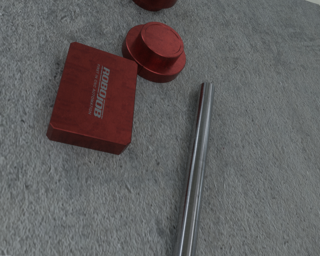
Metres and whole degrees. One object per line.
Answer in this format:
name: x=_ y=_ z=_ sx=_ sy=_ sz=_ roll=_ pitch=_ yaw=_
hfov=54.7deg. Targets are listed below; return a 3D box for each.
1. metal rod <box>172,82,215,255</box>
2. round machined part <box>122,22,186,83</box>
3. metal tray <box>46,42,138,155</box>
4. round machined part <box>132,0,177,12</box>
metal rod: x=0.045 y=0.057 z=0.393 sx=0.025 sy=0.025 sz=0.300 roll=24 pitch=53 yaw=-14
round machined part: x=-0.004 y=-0.119 z=0.464 sx=0.099 sy=0.042 sz=0.098 roll=14 pitch=56 yaw=-21
metal tray: x=-0.078 y=-0.038 z=0.382 sx=0.091 sy=0.030 sz=0.130 roll=15 pitch=56 yaw=-20
round machined part: x=-0.016 y=-0.240 z=0.531 sx=0.099 sy=0.042 sz=0.098 roll=14 pitch=56 yaw=-21
